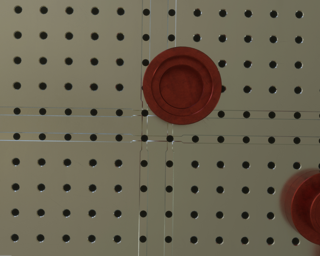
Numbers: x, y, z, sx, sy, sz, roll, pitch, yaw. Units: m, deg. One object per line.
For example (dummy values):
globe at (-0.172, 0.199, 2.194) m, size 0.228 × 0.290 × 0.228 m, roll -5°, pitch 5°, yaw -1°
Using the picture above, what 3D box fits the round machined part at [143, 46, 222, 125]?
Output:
round machined part at (0.028, -0.053, 0.405) m, size 0.099 × 0.042 × 0.097 m, roll 0°, pitch 90°, yaw 0°

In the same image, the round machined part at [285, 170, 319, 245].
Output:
round machined part at (0.221, 0.107, 0.406) m, size 0.099 × 0.042 × 0.097 m, roll 0°, pitch 90°, yaw 0°
